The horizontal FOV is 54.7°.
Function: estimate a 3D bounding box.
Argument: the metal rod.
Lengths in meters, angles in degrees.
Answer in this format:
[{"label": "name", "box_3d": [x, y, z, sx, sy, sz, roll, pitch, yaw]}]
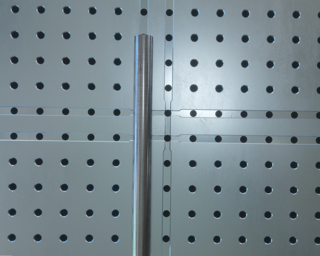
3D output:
[{"label": "metal rod", "box_3d": [-0.024, 0.028, 0.413, 0.025, 0.025, 0.298, 1, 90, -1]}]
